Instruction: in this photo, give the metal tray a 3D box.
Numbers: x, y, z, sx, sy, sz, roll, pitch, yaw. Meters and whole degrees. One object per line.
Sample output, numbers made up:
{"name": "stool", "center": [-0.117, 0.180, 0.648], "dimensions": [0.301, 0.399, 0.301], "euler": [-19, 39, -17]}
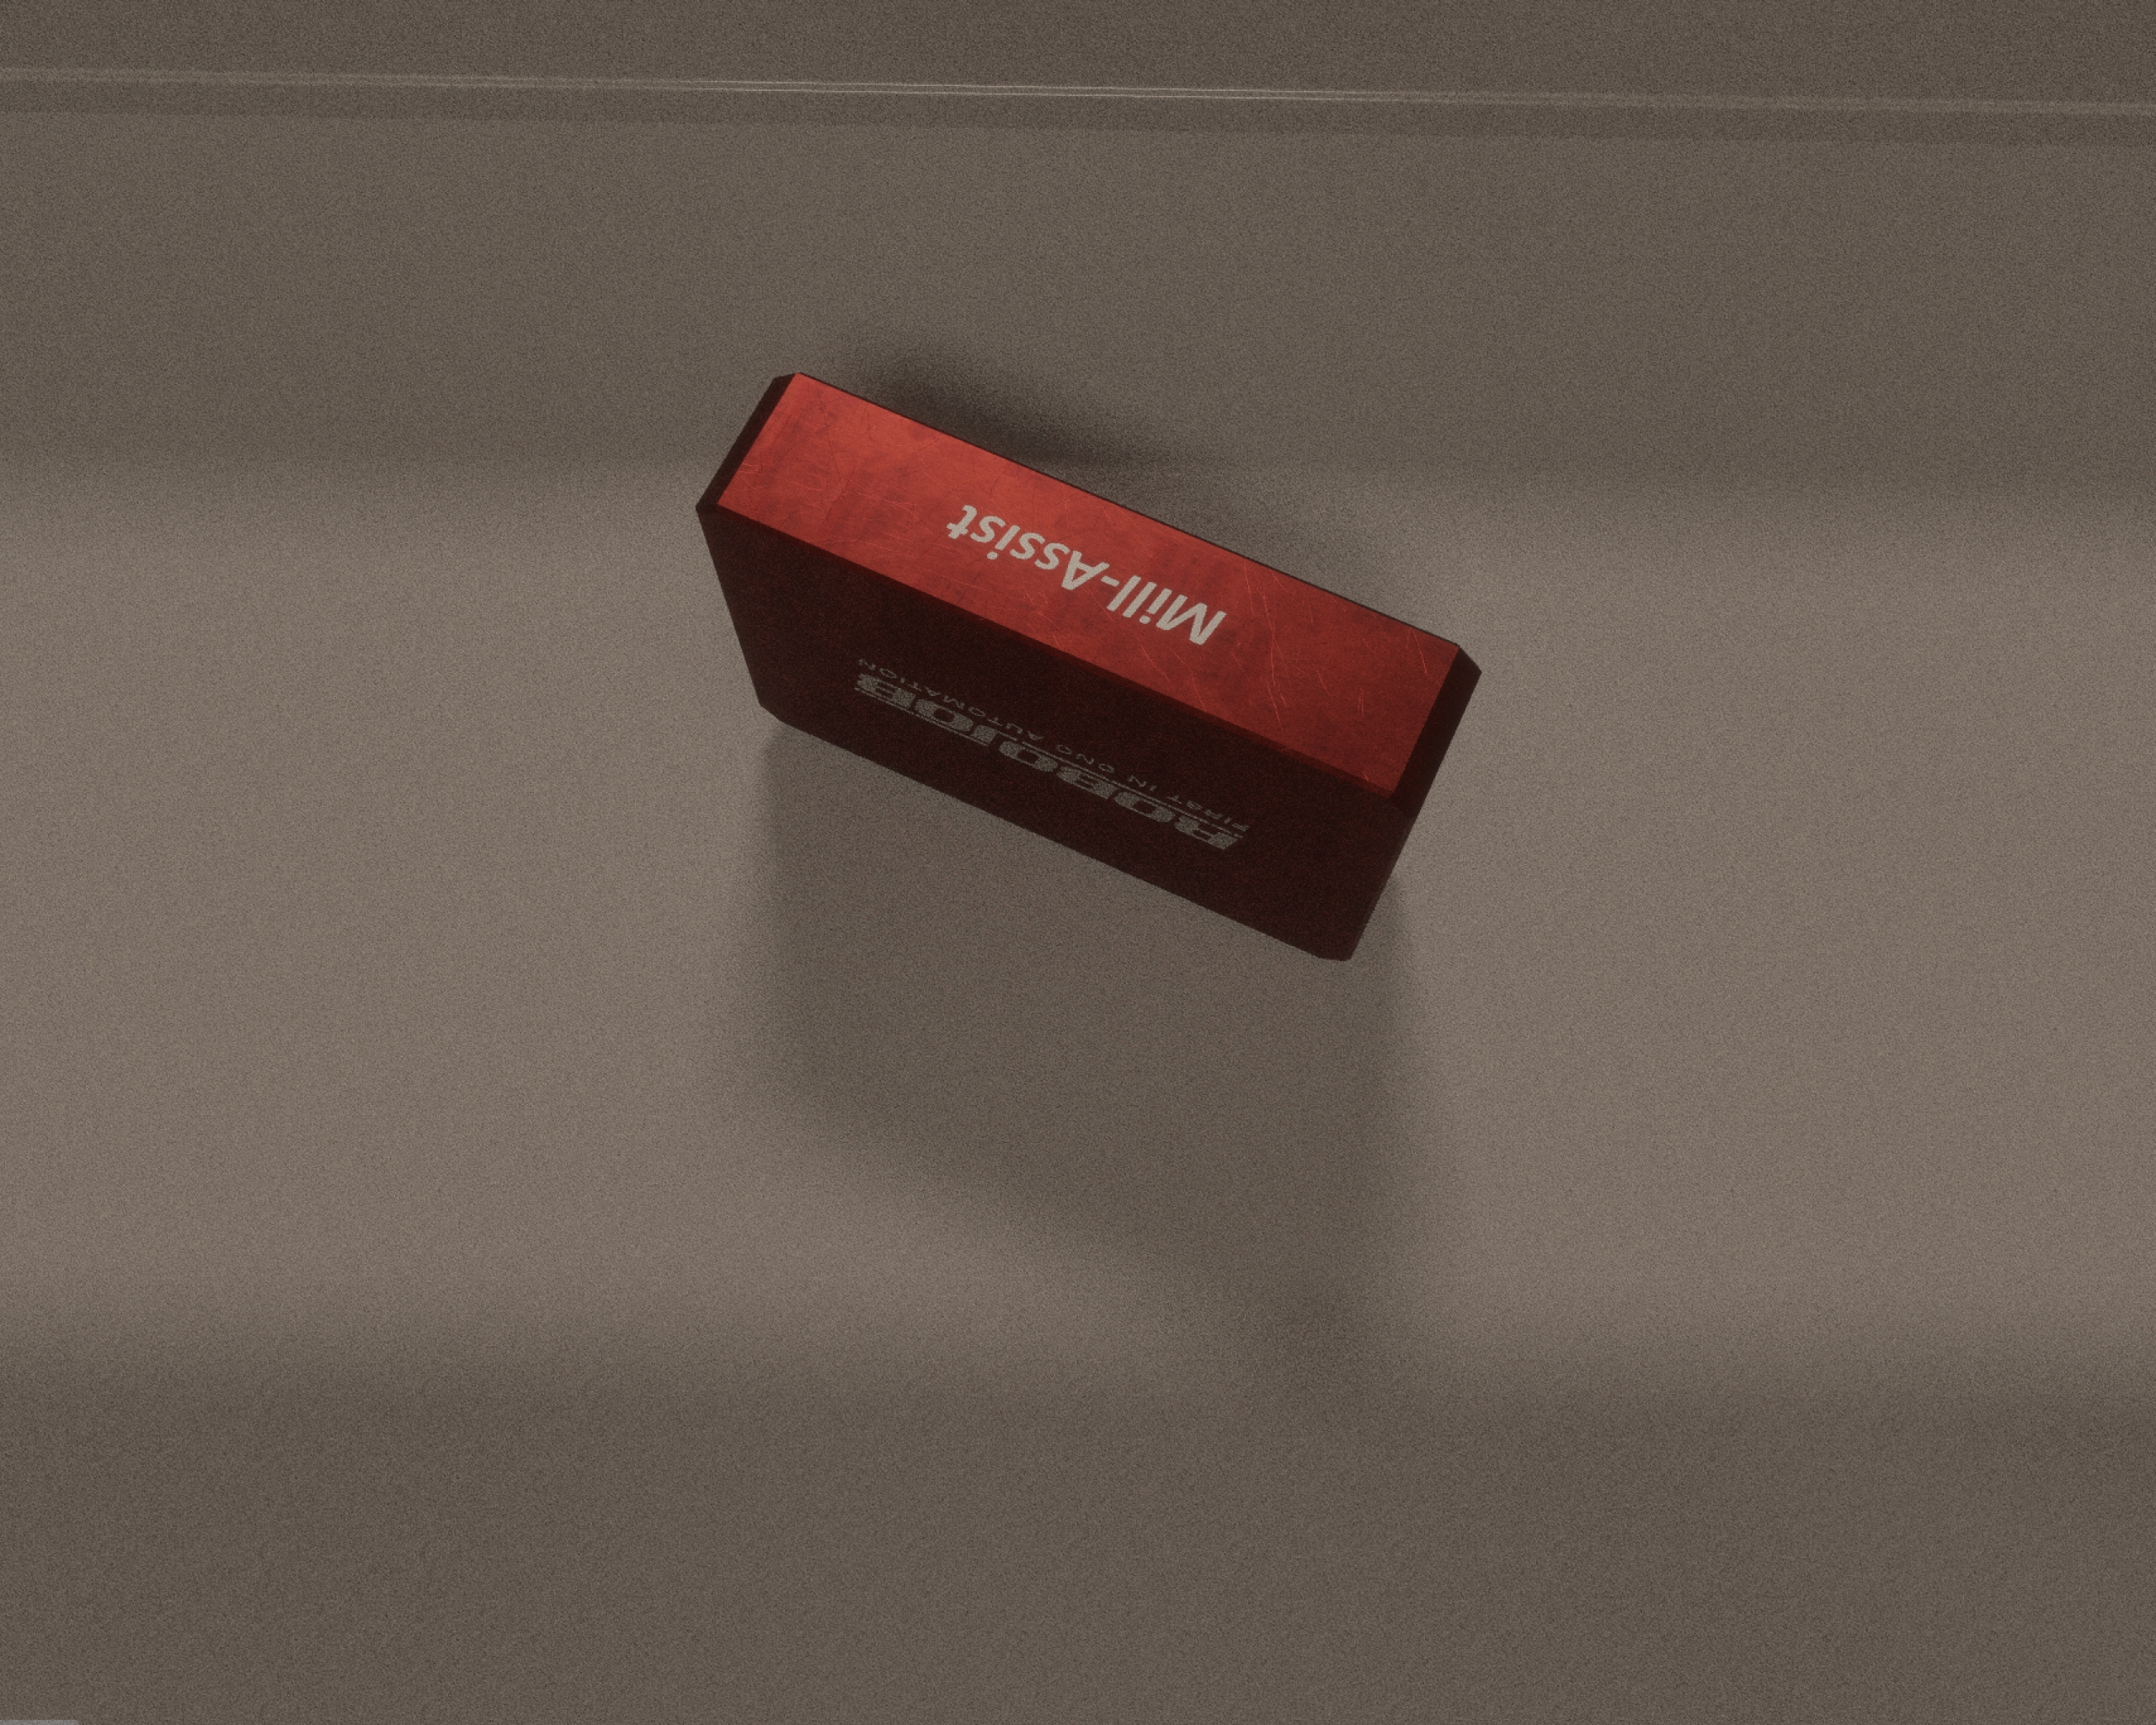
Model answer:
{"name": "metal tray", "center": [0.001, -0.032, 0.383], "dimensions": [0.130, 0.090, 0.030], "euler": [24, 72, 7]}
